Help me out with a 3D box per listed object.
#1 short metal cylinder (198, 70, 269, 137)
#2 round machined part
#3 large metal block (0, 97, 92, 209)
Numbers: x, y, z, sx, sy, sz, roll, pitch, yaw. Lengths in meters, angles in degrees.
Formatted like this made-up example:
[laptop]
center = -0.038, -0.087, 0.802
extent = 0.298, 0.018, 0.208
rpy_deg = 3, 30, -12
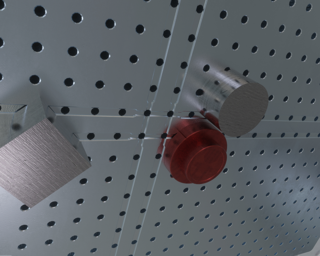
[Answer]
[short metal cylinder]
center = 0.101, -0.035, 0.429
extent = 0.081, 0.050, 0.079
rpy_deg = -14, 124, -21
[round machined part]
center = 0.059, 0.044, 0.460
extent = 0.099, 0.042, 0.097
rpy_deg = -14, 124, -21
[large metal block]
center = -0.136, 0.027, 0.338
extent = 0.080, 0.050, 0.080
rpy_deg = -35, 129, -5
